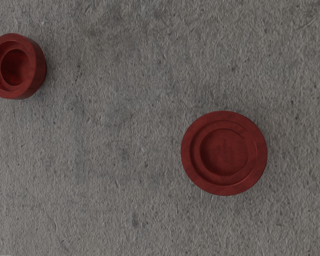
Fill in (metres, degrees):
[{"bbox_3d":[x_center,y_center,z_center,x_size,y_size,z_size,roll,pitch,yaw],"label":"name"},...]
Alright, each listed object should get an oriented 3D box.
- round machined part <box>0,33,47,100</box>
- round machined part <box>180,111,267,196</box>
[{"bbox_3d":[-0.215,-0.091,0.476,0.098,0.042,0.097,0,90,20],"label":"round machined part"},{"bbox_3d":[0.078,0.029,0.372,0.098,0.042,0.097,0,90,20],"label":"round machined part"}]
